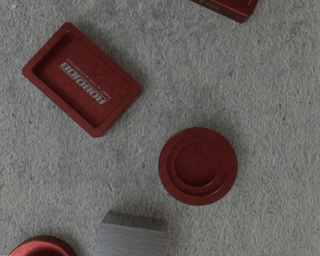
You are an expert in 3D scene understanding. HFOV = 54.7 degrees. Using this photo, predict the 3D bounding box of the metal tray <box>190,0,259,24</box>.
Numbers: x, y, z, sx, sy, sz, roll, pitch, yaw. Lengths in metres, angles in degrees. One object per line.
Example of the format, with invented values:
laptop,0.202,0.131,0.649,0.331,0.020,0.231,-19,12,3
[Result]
metal tray,0.075,-0.208,0.408,0.131,0.030,0.090,24,90,-1

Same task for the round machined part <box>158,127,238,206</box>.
round machined part,0.047,0.047,0.402,0.099,0.042,0.097,0,90,-1

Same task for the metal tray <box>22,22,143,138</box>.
metal tray,-0.099,-0.061,0.406,0.130,0.030,0.090,42,90,-1

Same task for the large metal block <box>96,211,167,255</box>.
large metal block,-0.037,0.159,0.397,0.081,0.050,0.080,9,90,-1

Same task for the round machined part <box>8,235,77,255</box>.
round machined part,-0.157,0.194,0.400,0.099,0.042,0.097,0,90,-1
